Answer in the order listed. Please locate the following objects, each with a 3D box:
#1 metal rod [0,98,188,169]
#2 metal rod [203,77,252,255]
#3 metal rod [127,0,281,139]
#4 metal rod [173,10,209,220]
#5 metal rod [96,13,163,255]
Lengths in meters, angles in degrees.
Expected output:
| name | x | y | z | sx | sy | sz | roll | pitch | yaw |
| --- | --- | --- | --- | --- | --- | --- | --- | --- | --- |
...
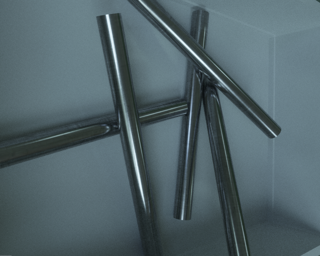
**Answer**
| name | x | y | z | sx | sy | sz | roll | pitch | yaw |
| --- | --- | --- | --- | --- | --- | --- | --- | --- | --- |
| metal rod | -0.083 | 0.005 | 0.338 | 0.302 | 0.025 | 0.025 | -17 | 101 | -39 |
| metal rod | 0.083 | 0.055 | 0.400 | 0.025 | 0.025 | 0.299 | 21 | 52 | -38 |
| metal rod | 0.073 | -0.081 | 0.434 | 0.301 | 0.025 | 0.025 | 39 | 66 | -22 |
| metal rod | 0.046 | -0.021 | 0.447 | 0.025 | 0.025 | 0.298 | 9 | 84 | -40 |
| metal rod | -0.030 | 0.027 | 0.355 | 0.025 | 0.025 | 0.298 | -24 | 114 | -38 |
